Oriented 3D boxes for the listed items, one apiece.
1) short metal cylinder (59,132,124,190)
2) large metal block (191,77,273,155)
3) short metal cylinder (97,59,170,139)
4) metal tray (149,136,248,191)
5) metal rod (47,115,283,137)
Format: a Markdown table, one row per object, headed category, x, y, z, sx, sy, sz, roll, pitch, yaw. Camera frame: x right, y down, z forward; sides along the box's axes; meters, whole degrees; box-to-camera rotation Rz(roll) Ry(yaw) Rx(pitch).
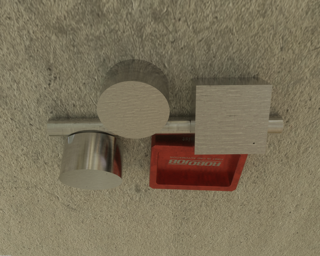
| category | x | y | z | sx | sy | sz | roll | pitch | yaw |
| --- | --- | --- | --- | --- | --- | --- | --- | --- | --- |
| short metal cylinder | -0.090 | 0.047 | 0.415 | 0.081 | 0.050 | 0.080 | -1 | 151 | 0 |
| large metal block | 0.079 | -0.016 | 0.363 | 0.081 | 0.050 | 0.079 | -1 | 109 | 0 |
| short metal cylinder | -0.029 | -0.034 | 0.363 | 0.081 | 0.050 | 0.079 | 0 | 130 | 0 |
| metal tray | 0.052 | 0.050 | 0.447 | 0.131 | 0.030 | 0.089 | 2 | 130 | -3 |
| metal rod | 0.007 | -0.003 | 0.408 | 0.302 | 0.025 | 0.025 | -1 | 130 | 0 |
